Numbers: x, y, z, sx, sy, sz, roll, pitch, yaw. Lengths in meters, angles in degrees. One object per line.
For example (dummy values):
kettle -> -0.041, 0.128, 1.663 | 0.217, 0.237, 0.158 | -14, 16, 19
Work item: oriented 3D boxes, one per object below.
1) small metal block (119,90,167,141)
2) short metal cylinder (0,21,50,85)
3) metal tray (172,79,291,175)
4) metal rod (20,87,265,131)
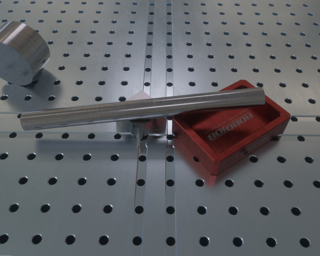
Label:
small metal block -> -0.026, -0.018, 0.423 | 0.050, 0.025, 0.050 | -36, 59, -27
short metal cylinder -> -0.215, -0.110, 0.463 | 0.080, 0.080, 0.050 | 12, 51, 10
metal tray -> 0.093, -0.006, 0.410 | 0.131, 0.030, 0.090 | -28, 56, -22
metal rod -> -0.022, -0.024, 0.392 | 0.302, 0.025, 0.025 | -6, 50, 1
